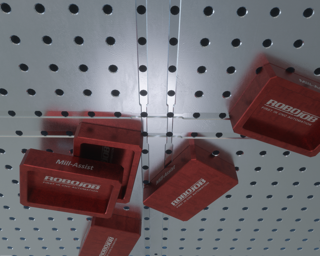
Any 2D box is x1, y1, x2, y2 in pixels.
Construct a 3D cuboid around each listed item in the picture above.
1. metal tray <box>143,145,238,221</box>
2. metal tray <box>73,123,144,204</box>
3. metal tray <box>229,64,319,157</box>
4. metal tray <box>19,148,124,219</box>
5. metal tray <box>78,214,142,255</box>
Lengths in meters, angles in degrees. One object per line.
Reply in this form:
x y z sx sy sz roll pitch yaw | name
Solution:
0.045 0.091 0.486 0.090 0.030 0.129 29 124 -22 | metal tray
-0.080 0.056 0.454 0.091 0.030 0.129 9 130 -8 | metal tray
0.167 -0.018 0.394 0.131 0.030 0.089 17 128 -14 | metal tray
-0.124 0.081 0.435 0.131 0.030 0.089 12 129 -10 | metal tray
-0.097 0.214 0.589 0.091 0.030 0.129 16 128 -13 | metal tray
